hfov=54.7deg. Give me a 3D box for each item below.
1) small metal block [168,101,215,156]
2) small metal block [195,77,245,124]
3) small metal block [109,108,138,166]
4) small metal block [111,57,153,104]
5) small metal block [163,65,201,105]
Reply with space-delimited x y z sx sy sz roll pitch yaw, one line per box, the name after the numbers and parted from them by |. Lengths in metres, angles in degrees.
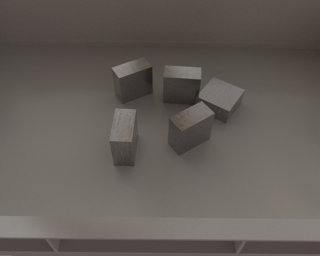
0.038 0.001 0.389 0.050 0.050 0.025 -27 56 -21 | small metal block
0.085 -0.040 0.440 0.050 0.025 0.050 28 55 21 | small metal block
-0.043 0.012 0.378 0.025 0.050 0.050 2 50 2 | small metal block
-0.039 -0.068 0.445 0.050 0.050 0.025 -23 54 -19 | small metal block
0.031 -0.060 0.440 0.050 0.050 0.025 4 50 3 | small metal block
